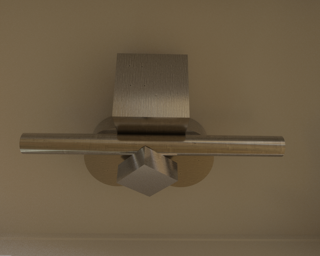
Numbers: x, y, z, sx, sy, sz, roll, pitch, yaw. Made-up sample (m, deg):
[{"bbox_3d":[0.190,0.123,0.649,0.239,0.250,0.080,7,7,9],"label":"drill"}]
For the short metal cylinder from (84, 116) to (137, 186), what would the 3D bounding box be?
[{"bbox_3d":[-0.054,0.029,0.407,0.081,0.050,0.079,0,110,-1],"label":"short metal cylinder"}]

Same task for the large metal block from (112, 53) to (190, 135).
[{"bbox_3d":[-0.009,-0.038,0.360,0.081,0.050,0.080,1,67,-1],"label":"large metal block"}]

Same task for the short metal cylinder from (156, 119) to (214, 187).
[{"bbox_3d":[0.027,0.030,0.408,0.081,0.050,0.079,0,110,-1],"label":"short metal cylinder"}]

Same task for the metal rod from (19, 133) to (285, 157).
[{"bbox_3d":[-0.008,0.020,0.364,0.302,0.025,0.025,1,110,-1],"label":"metal rod"}]

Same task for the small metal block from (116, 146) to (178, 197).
[{"bbox_3d":[-0.015,0.053,0.364,0.050,0.025,0.050,30,130,-30],"label":"small metal block"}]
